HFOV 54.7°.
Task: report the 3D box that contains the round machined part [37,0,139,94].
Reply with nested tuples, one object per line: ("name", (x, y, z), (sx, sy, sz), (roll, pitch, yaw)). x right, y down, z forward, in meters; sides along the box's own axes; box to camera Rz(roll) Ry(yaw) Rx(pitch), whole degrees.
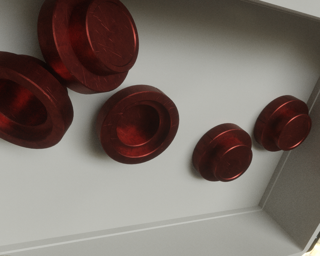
("round machined part", (-0.056, -0.081, 0.283), (0.099, 0.042, 0.097), (6, 82, -56))

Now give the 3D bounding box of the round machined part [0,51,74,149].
("round machined part", (-0.127, -0.029, 0.289), (0.098, 0.042, 0.097), (9, 135, 10))

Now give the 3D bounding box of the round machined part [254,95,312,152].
("round machined part", (0.208, -0.001, 0.510), (0.099, 0.042, 0.097), (-14, 124, -21))

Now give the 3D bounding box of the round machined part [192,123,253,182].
("round machined part", (0.103, 0.045, 0.482), (0.099, 0.042, 0.097), (-14, 124, -21))

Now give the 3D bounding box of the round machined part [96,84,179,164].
("round machined part", (-0.030, -0.008, 0.377), (0.099, 0.042, 0.097), (-14, 124, -21))
